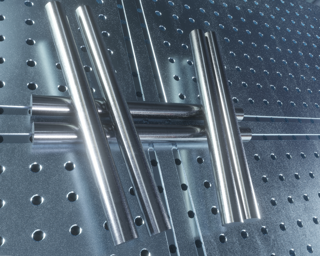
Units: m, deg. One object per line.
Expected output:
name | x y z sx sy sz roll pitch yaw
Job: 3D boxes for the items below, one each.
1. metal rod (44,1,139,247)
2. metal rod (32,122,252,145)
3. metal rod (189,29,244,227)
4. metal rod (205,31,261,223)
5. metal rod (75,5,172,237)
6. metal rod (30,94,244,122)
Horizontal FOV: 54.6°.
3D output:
metal rod | -0.083 -0.022 0.345 0.025 0.025 0.299 -8 66 -32
metal rod | -0.002 0.007 0.403 0.302 0.025 0.025 1 62 -28
metal rod | 0.071 -0.020 0.427 0.025 0.025 0.299 9 58 -24
metal rod | 0.094 -0.021 0.440 0.025 0.025 0.299 9 58 -24
metal rod | -0.050 -0.025 0.364 0.025 0.025 0.299 -8 66 -32
metal rod | -0.010 -0.023 0.417 0.302 0.025 0.025 1 62 -28
